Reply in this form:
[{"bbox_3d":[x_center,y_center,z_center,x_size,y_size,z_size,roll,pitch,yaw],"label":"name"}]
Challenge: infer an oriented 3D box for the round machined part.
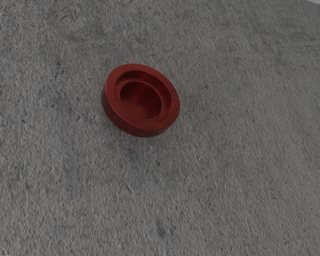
[{"bbox_3d":[-0.027,-0.031,0.397,0.099,0.042,0.098,13,56,-21],"label":"round machined part"}]
